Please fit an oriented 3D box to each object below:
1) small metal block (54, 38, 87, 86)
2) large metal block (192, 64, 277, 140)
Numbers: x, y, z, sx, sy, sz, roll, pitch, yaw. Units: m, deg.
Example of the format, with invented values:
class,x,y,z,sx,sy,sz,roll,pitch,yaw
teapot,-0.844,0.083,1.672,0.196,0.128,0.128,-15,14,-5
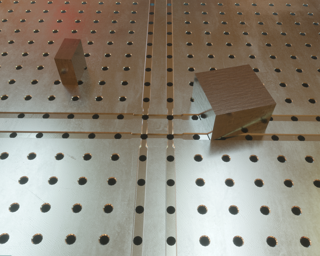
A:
class,x,y,z,sx,sy,sz,roll,pitch,yaw
small metal block,-0.136,-0.101,0.475,0.025,0.050,0.050,5,50,4
large metal block,0.096,-0.037,0.423,0.081,0.050,0.080,-11,51,-9
